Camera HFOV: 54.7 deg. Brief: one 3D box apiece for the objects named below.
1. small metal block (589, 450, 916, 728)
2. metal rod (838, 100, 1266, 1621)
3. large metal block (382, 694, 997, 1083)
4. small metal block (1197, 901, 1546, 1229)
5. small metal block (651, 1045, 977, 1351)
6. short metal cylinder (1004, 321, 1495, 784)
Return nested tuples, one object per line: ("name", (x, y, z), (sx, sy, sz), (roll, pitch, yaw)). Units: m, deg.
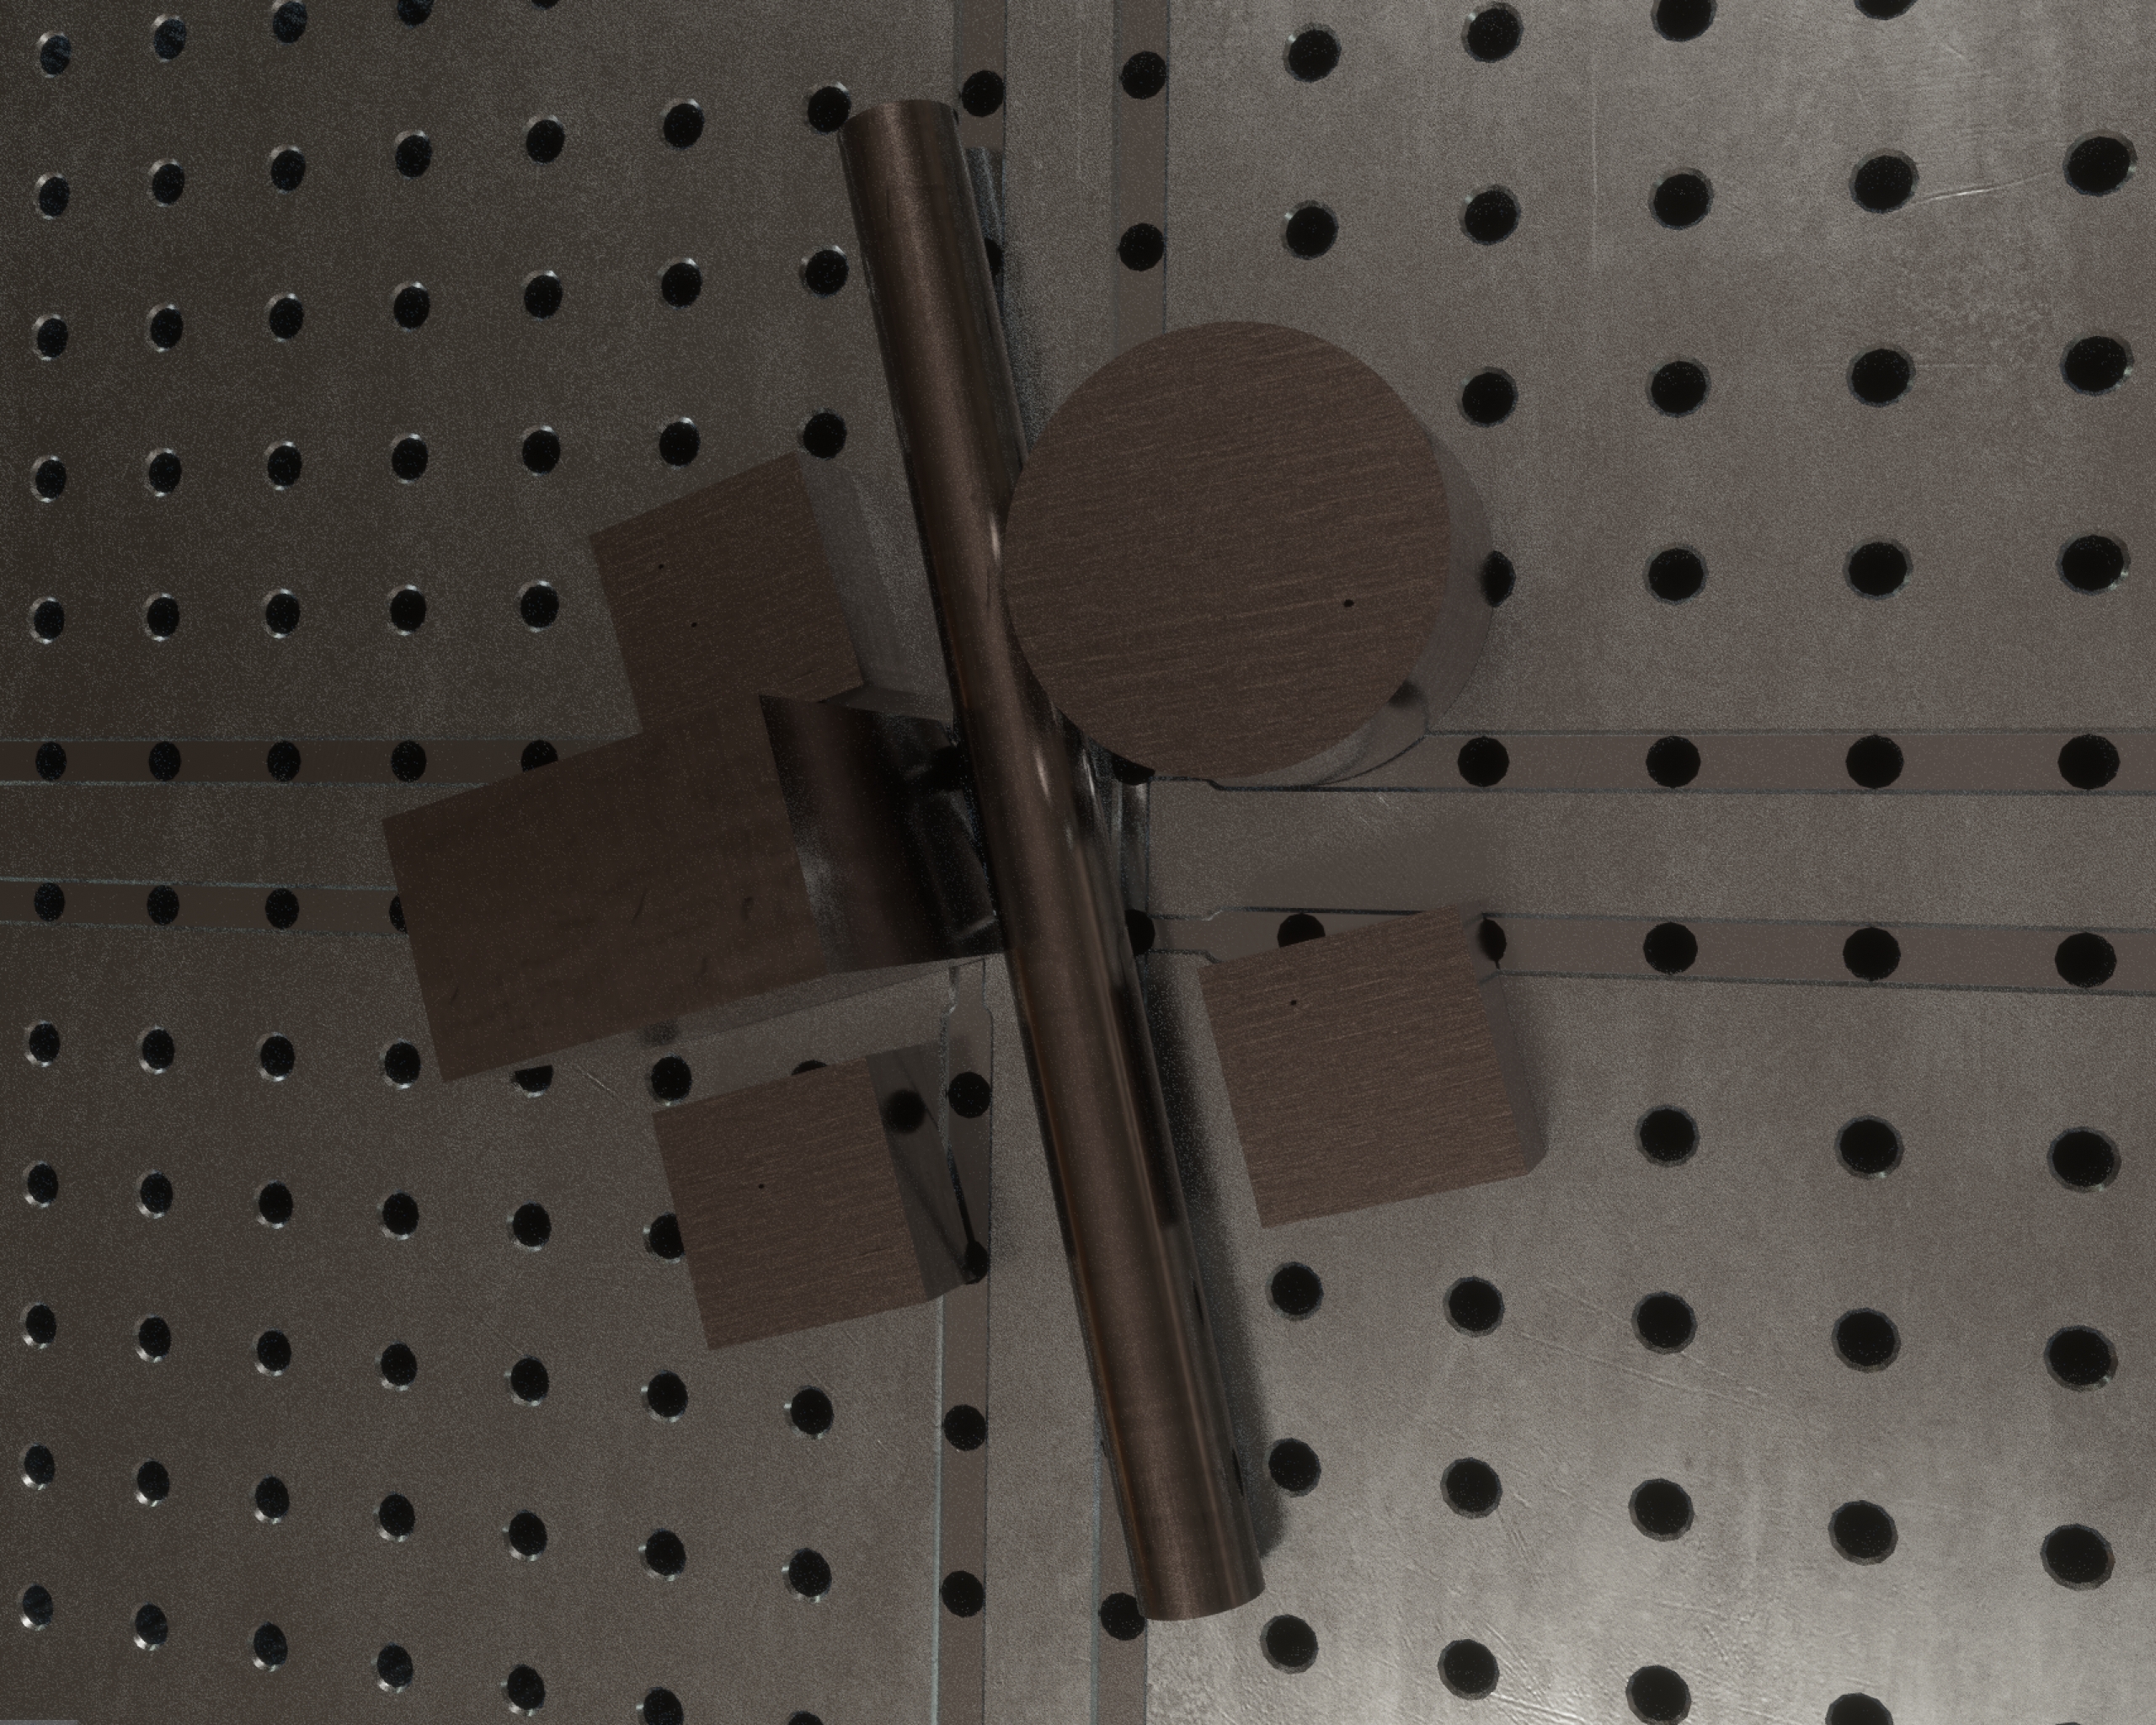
("small metal block", (-0.068, -0.052, 0.435), (0.050, 0.025, 0.050), (-18, 84, 18))
("metal rod", (-0.006, -0.004, 0.413), (0.025, 0.025, 0.298), (-13, 86, 19))
("large metal block", (-0.072, 0.005, 0.406), (0.080, 0.080, 0.050), (-16, 85, 19))
("small metal block", (0.055, 0.038, 0.392), (0.050, 0.025, 0.050), (-15, 85, 19))
("small metal block", (-0.054, 0.069, 0.431), (0.050, 0.025, 0.050), (-16, 85, 19))
("short metal cylinder", (0.033, -0.054, 0.387), (0.080, 0.050, 0.079), (0, 90, 19))
